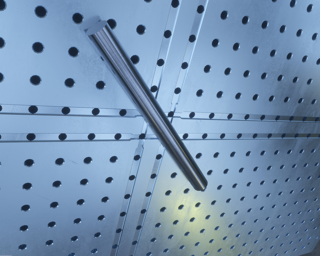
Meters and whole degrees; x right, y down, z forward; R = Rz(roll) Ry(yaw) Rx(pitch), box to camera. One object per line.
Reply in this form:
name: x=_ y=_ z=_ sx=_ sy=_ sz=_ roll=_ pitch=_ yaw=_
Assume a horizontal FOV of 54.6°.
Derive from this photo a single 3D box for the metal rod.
metal rod: x=0.001 y=-0.005 z=0.408 sx=0.025 sy=0.025 sz=0.300 roll=-37 pitch=129 yaw=-4
